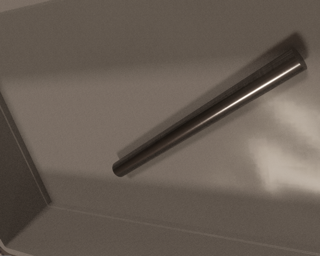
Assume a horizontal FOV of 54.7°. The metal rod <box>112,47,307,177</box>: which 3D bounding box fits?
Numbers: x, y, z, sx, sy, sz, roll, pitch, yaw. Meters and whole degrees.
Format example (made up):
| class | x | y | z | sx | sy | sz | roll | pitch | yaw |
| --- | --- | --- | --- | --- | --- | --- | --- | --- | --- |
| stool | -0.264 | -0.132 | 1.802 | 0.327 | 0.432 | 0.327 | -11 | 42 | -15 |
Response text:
| class | x | y | z | sx | sy | sz | roll | pitch | yaw |
| --- | --- | --- | --- | --- | --- | --- | --- | --- | --- |
| metal rod | 0.035 | -0.001 | 0.388 | 0.299 | 0.025 | 0.025 | -34 | 100 | 38 |
